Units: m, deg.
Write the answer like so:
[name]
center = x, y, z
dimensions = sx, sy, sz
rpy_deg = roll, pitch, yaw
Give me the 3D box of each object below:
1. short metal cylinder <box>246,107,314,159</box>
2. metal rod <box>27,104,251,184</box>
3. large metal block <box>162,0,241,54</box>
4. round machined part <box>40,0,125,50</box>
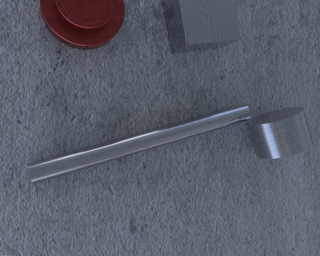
[short metal cylinder]
center = 0.171, 0.006, 0.445
dimensions = 0.081, 0.080, 0.050
rpy_deg = -21, 98, -19
[metal rod]
center = -0.011, 0.015, 0.405
dimensions = 0.302, 0.025, 0.025
rpy_deg = -15, 96, -20
[large metal block]
center = 0.054, -0.149, 0.417
dimensions = 0.081, 0.050, 0.079
rpy_deg = -12, 94, -20
[round machined part]
center = -0.090, -0.146, 0.367
dimensions = 0.099, 0.042, 0.097
rpy_deg = 0, 90, -21
